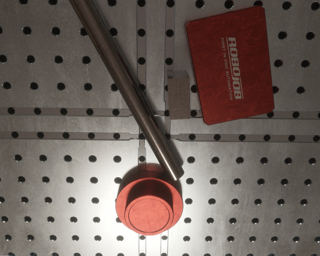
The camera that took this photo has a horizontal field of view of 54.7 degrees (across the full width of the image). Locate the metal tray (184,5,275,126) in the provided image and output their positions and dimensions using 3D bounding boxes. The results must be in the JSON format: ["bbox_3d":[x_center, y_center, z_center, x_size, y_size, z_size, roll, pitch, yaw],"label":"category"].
[{"bbox_3d":[0.087,-0.075,0.384,0.090,0.030,0.129,-12,110,4],"label":"metal tray"}]

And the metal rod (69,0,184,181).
[{"bbox_3d":[-0.044,-0.058,0.391,0.025,0.025,0.299,-25,109,8],"label":"metal rod"}]

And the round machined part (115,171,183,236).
[{"bbox_3d":[-0.015,0.115,0.447,0.099,0.042,0.097,0,110,-1],"label":"round machined part"}]

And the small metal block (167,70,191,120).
[{"bbox_3d":[0.023,-0.042,0.385,0.025,0.050,0.050,-3,110,1],"label":"small metal block"}]
